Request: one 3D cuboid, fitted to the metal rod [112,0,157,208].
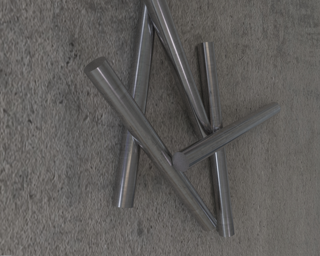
[{"bbox_3d":[-0.026,-0.055,0.382,0.025,0.025,0.298,12,82,-40],"label":"metal rod"}]

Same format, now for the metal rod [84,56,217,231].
[{"bbox_3d":[0.005,0.042,0.383,0.025,0.025,0.299,-53,129,-26],"label":"metal rod"}]

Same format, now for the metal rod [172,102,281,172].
[{"bbox_3d":[0.120,0.001,0.476,0.302,0.025,0.025,-22,104,-47],"label":"metal rod"}]

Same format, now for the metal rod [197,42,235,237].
[{"bbox_3d":[0.087,0.021,0.477,0.025,0.025,0.298,-13,98,-39],"label":"metal rod"}]

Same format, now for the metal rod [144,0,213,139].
[{"bbox_3d":[0.013,-0.108,0.386,0.025,0.025,0.299,-44,125,-31],"label":"metal rod"}]
